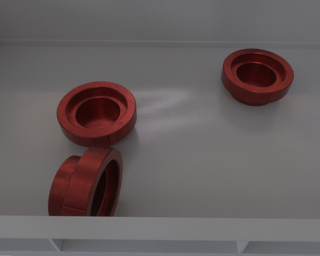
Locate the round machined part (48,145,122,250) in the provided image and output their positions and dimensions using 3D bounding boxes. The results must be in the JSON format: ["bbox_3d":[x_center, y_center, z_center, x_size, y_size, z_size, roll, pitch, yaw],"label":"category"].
[{"bbox_3d":[-0.073,0.064,0.303,0.042,0.097,0.098,11,51,9],"label":"round machined part"}]

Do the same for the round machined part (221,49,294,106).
[{"bbox_3d":[0.139,-0.070,0.454,0.099,0.042,0.098,0,50,0],"label":"round machined part"}]

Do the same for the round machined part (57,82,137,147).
[{"bbox_3d":[-0.079,-0.013,0.404,0.099,0.042,0.098,0,50,0],"label":"round machined part"}]
